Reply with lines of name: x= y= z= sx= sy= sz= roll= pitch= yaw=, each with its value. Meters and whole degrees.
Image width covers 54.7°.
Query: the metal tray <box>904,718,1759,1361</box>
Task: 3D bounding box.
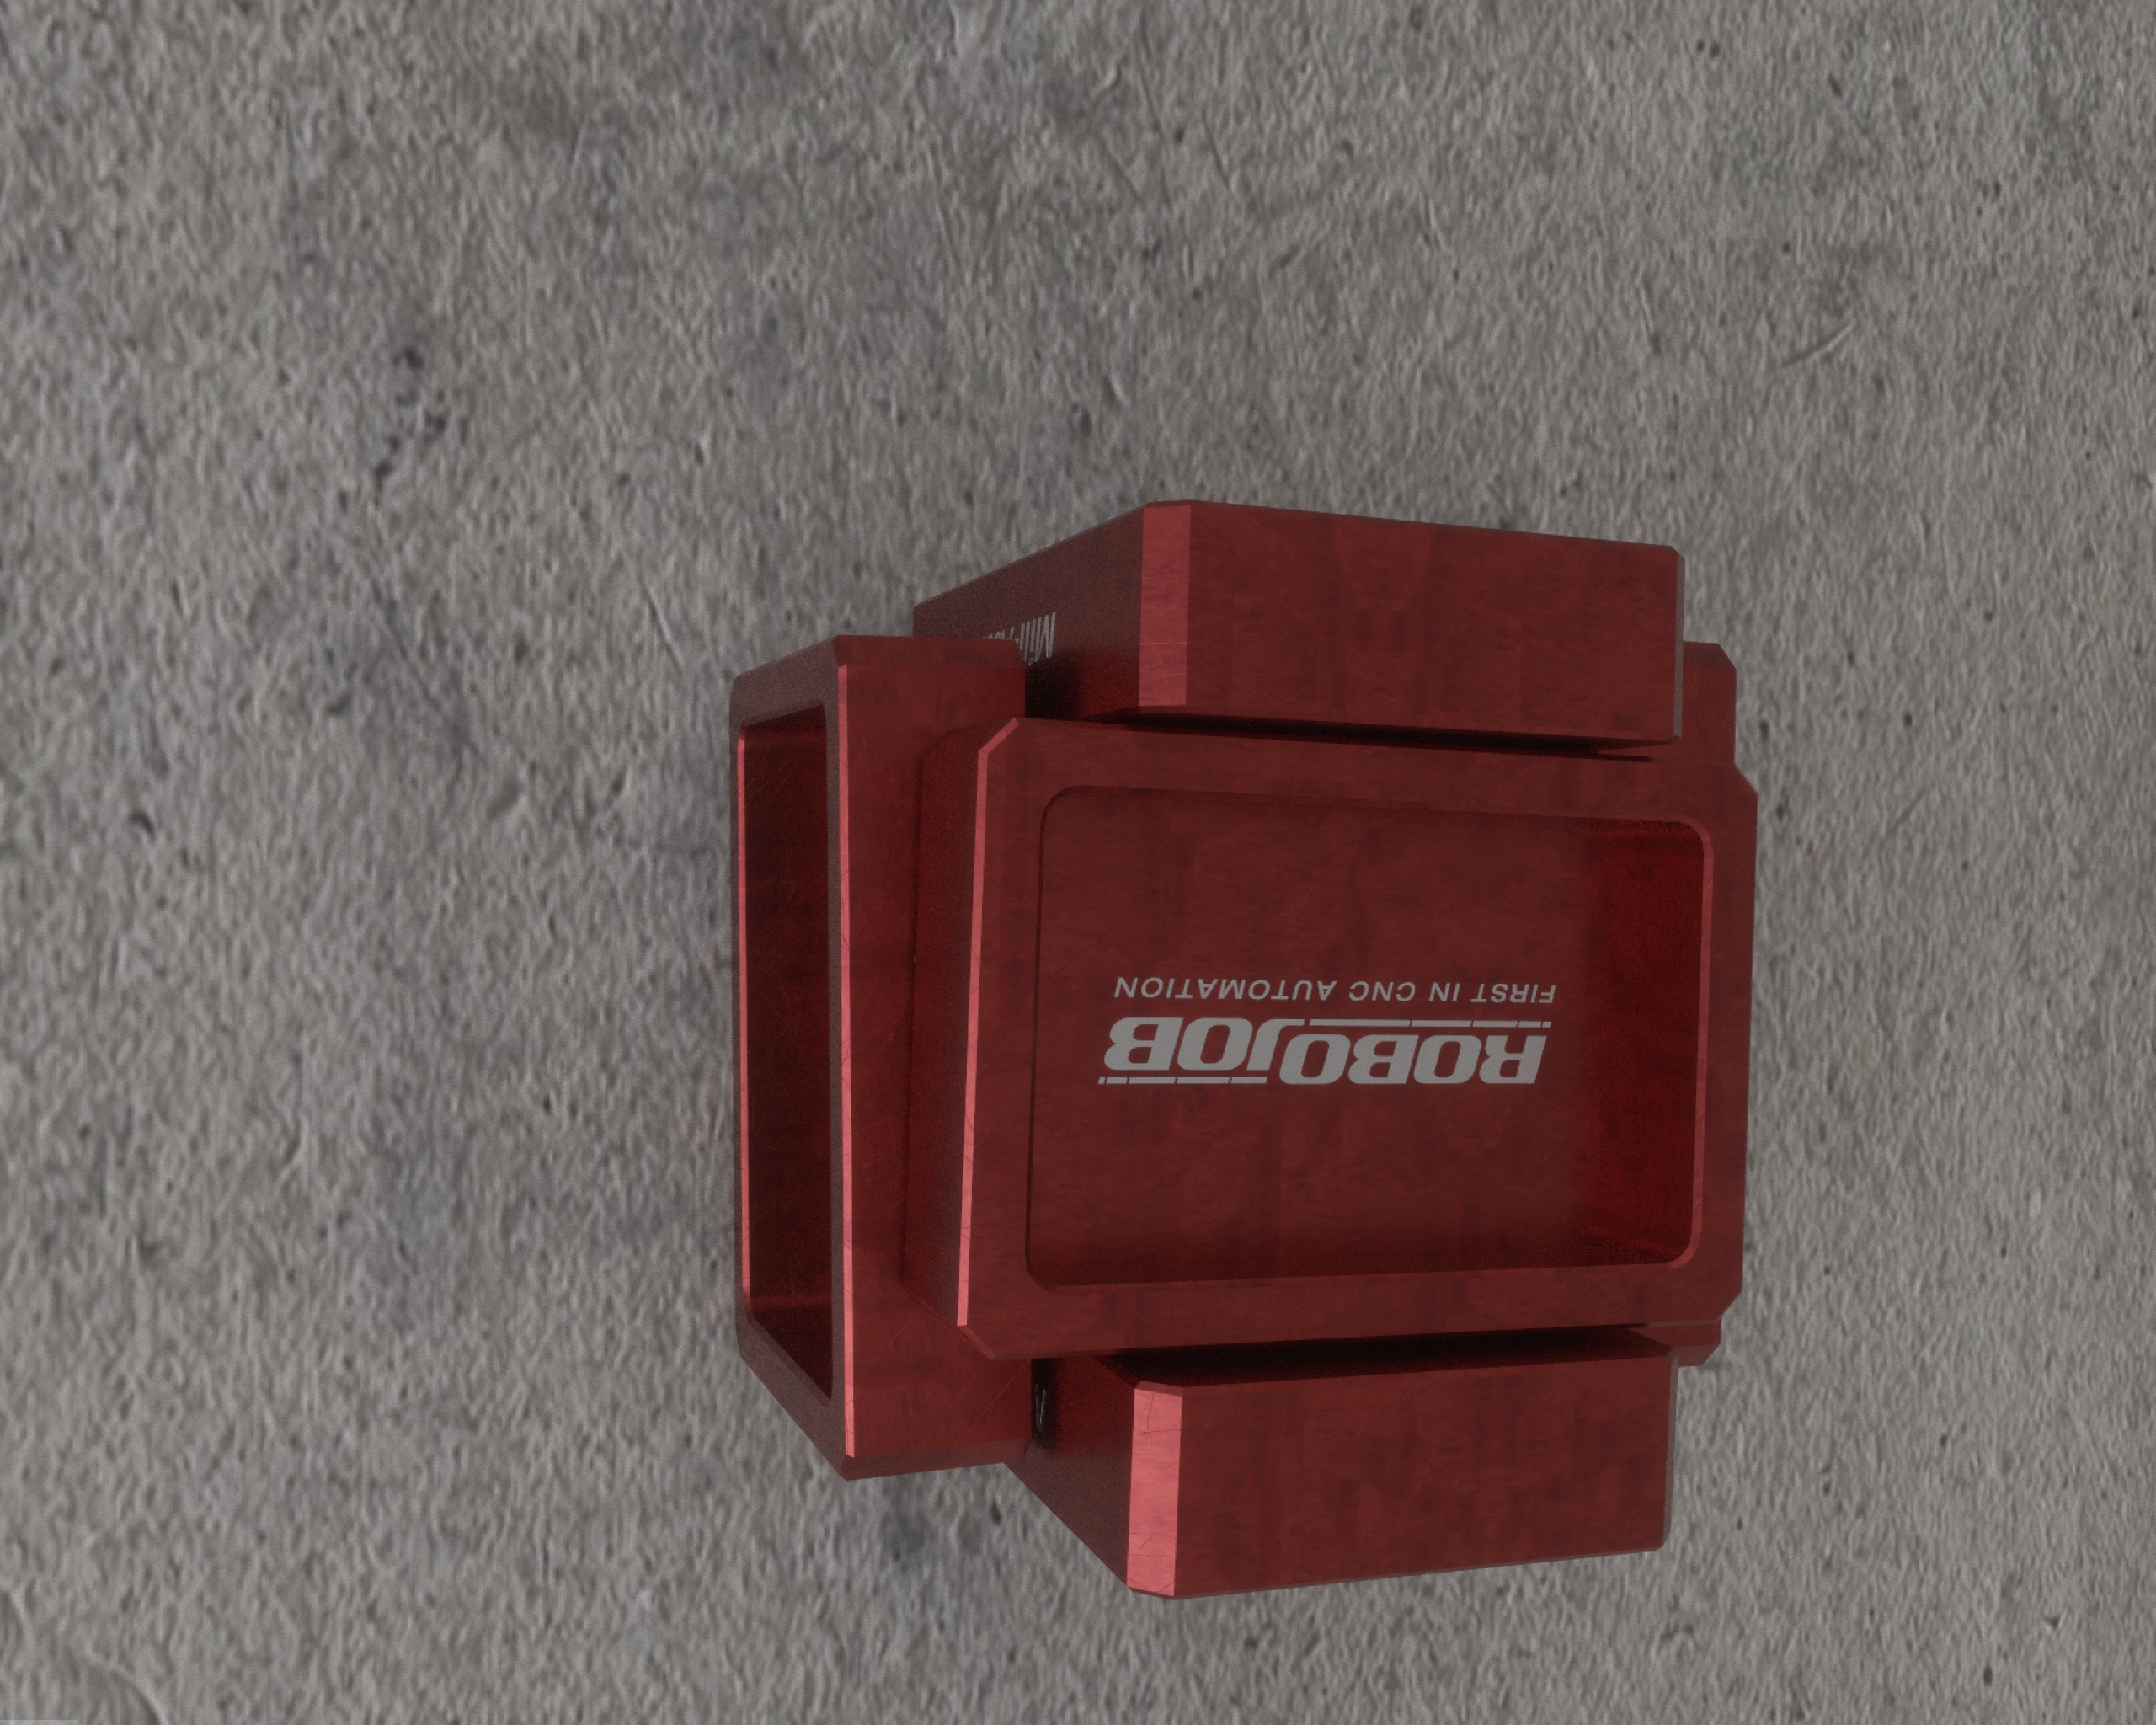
metal tray: x=0.041 y=0.026 z=0.324 sx=0.131 sy=0.030 sz=0.089 roll=2 pitch=89 yaw=-20

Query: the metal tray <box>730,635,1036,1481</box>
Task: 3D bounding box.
metal tray: x=-0.036 y=0.029 z=0.360 sx=0.030 sy=0.090 sz=0.129 roll=-1 pitch=90 yaw=-20

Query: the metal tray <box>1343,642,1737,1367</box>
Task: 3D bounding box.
metal tray: x=0.086 y=0.025 z=0.406 sx=0.030 sy=0.090 sz=0.129 roll=2 pitch=90 yaw=-20

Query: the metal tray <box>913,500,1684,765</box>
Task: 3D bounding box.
metal tray: x=0.031 y=-0.034 z=0.364 sx=0.091 sy=0.130 sz=0.030 roll=2 pitch=89 yaw=-20

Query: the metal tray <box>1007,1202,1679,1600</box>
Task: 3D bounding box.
metal tray: x=0.029 y=0.086 z=0.364 sx=0.091 sy=0.130 sz=0.030 roll=2 pitch=92 yaw=-20
